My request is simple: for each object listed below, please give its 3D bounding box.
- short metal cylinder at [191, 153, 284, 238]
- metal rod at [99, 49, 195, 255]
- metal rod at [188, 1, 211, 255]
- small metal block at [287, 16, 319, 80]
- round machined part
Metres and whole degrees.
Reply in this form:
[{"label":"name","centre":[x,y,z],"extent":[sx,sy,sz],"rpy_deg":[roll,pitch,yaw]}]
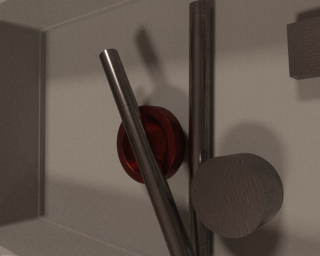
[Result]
[{"label":"short metal cylinder","centre":[0.080,0.068,0.324],"extent":[0.080,0.050,0.079],"rpy_deg":[0,90,39]},{"label":"metal rod","centre":[-0.015,0.037,0.362],"extent":[0.025,0.025,0.299],"rpy_deg":[-33,70,35]},{"label":"metal rod","centre":[0.047,0.003,0.366],"extent":[0.025,0.025,0.298],"rpy_deg":[0,90,39]},{"label":"small metal block","centre":[0.148,-0.074,0.284],"extent":[0.050,0.025,0.050],"rpy_deg":[-4,88,39]},{"label":"round machined part","centre":[-0.007,0.020,0.400],"extent":[0.098,0.042,0.097],"rpy_deg":[0,90,39]}]
